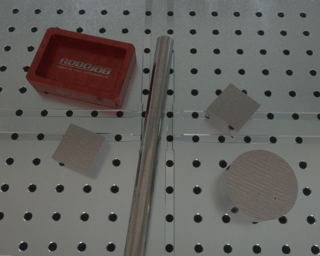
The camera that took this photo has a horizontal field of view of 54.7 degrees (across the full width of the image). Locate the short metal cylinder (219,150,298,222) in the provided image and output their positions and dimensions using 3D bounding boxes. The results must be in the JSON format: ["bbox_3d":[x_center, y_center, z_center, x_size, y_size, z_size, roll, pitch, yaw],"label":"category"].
[{"bbox_3d":[0.115,0.071,0.373,0.081,0.050,0.080,0,70,0],"label":"short metal cylinder"}]

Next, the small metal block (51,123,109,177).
[{"bbox_3d":[-0.102,0.029,0.400,0.050,0.025,0.050,22,71,7],"label":"small metal block"}]

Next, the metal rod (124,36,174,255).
[{"bbox_3d":[-0.011,0.010,0.407,0.025,0.025,0.299,7,70,2],"label":"metal rod"}]

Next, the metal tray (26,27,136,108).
[{"bbox_3d":[-0.108,-0.086,0.439,0.131,0.030,0.090,13,70,4],"label":"metal tray"}]

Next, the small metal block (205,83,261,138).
[{"bbox_3d":[0.098,-0.024,0.421,0.050,0.025,0.050,40,75,13],"label":"small metal block"}]
